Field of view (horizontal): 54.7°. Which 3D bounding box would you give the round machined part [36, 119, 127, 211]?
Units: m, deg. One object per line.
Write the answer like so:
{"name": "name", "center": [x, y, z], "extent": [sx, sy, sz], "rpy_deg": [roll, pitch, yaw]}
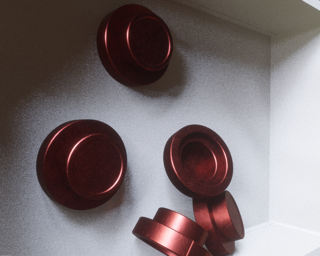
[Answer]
{"name": "round machined part", "center": [-0.075, 0.039, 0.332], "extent": [0.099, 0.042, 0.097], "rpy_deg": [0, 90, -40]}

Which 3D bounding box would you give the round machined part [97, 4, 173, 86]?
{"name": "round machined part", "center": [-0.023, -0.101, 0.376], "extent": [0.099, 0.042, 0.097], "rpy_deg": [0, 90, -40]}

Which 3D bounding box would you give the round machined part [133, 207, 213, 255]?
{"name": "round machined part", "center": [0.019, 0.131, 0.375], "extent": [0.098, 0.098, 0.042], "rpy_deg": [45, 63, -31]}

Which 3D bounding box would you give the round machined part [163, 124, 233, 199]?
{"name": "round machined part", "center": [0.047, 0.048, 0.420], "extent": [0.099, 0.042, 0.098], "rpy_deg": [13, 62, -25]}

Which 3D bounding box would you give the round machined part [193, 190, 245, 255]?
{"name": "round machined part", "center": [0.087, 0.127, 0.437], "extent": [0.098, 0.042, 0.098], "rpy_deg": [52, 24, -35]}
